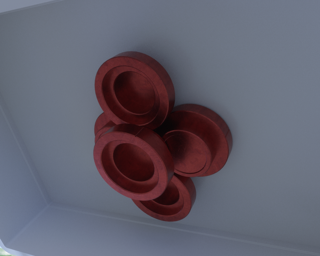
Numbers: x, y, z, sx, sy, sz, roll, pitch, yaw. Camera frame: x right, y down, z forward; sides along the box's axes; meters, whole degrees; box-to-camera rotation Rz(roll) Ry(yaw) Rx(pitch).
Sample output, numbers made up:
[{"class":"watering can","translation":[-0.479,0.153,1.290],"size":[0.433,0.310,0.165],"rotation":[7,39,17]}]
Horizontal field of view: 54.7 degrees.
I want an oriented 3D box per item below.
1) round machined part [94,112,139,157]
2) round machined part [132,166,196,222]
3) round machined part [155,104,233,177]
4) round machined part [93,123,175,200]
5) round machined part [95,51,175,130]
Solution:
[{"class":"round machined part","translation":[-0.051,0.019,0.432],"size":[0.098,0.042,0.097],"rotation":[13,124,20]},{"class":"round machined part","translation":[0.005,0.082,0.442],"size":[0.098,0.042,0.097],"rotation":[13,124,20]},{"class":"round machined part","translation":[0.037,0.022,0.388],"size":[0.098,0.042,0.097],"rotation":[13,124,20]},{"class":"round machined part","translation":[-0.028,0.037,0.376],"size":[0.098,0.042,0.097],"rotation":[13,124,20]},{"class":"round machined part","translation":[-0.027,-0.046,0.379],"size":[0.098,0.042,0.097],"rotation":[13,124,20]}]
